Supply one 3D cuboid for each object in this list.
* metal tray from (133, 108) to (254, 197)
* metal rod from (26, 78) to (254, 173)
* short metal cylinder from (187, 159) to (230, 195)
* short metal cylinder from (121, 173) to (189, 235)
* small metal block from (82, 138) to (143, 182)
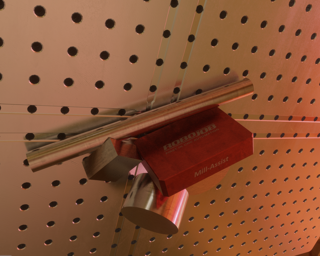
[{"bbox_3d":[0.042,0.025,0.403,0.131,0.090,0.030,-24,127,-14],"label":"metal tray"},{"bbox_3d":[-0.011,-0.010,0.394,0.302,0.025,0.025,-20,126,-17],"label":"metal rod"},{"bbox_3d":[0.053,0.050,0.444,0.081,0.050,0.079,-18,135,-19],"label":"short metal cylinder"},{"bbox_3d":[-0.006,0.104,0.423,0.080,0.080,0.050,56,44,-39],"label":"short metal cylinder"},{"bbox_3d":[-0.058,0.041,0.384,0.050,0.025,0.050,-39,151,18],"label":"small metal block"}]
